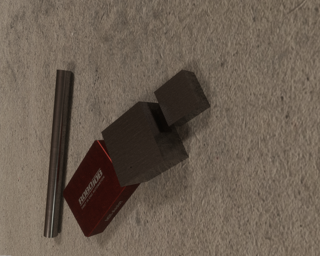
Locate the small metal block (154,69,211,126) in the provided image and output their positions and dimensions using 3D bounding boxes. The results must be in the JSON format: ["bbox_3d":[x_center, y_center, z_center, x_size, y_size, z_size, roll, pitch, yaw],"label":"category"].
[{"bbox_3d":[0.026,-0.036,0.382,0.050,0.025,0.050,-35,69,34],"label":"small metal block"}]

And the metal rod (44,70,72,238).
[{"bbox_3d":[-0.183,0.048,0.552,0.025,0.025,0.298,11,97,39],"label":"metal rod"}]

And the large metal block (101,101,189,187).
[{"bbox_3d":[-0.022,0.021,0.405,0.080,0.050,0.080,-35,68,34],"label":"large metal block"}]

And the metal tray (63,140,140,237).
[{"bbox_3d":[-0.094,0.092,0.477,0.090,0.030,0.129,51,119,27],"label":"metal tray"}]
